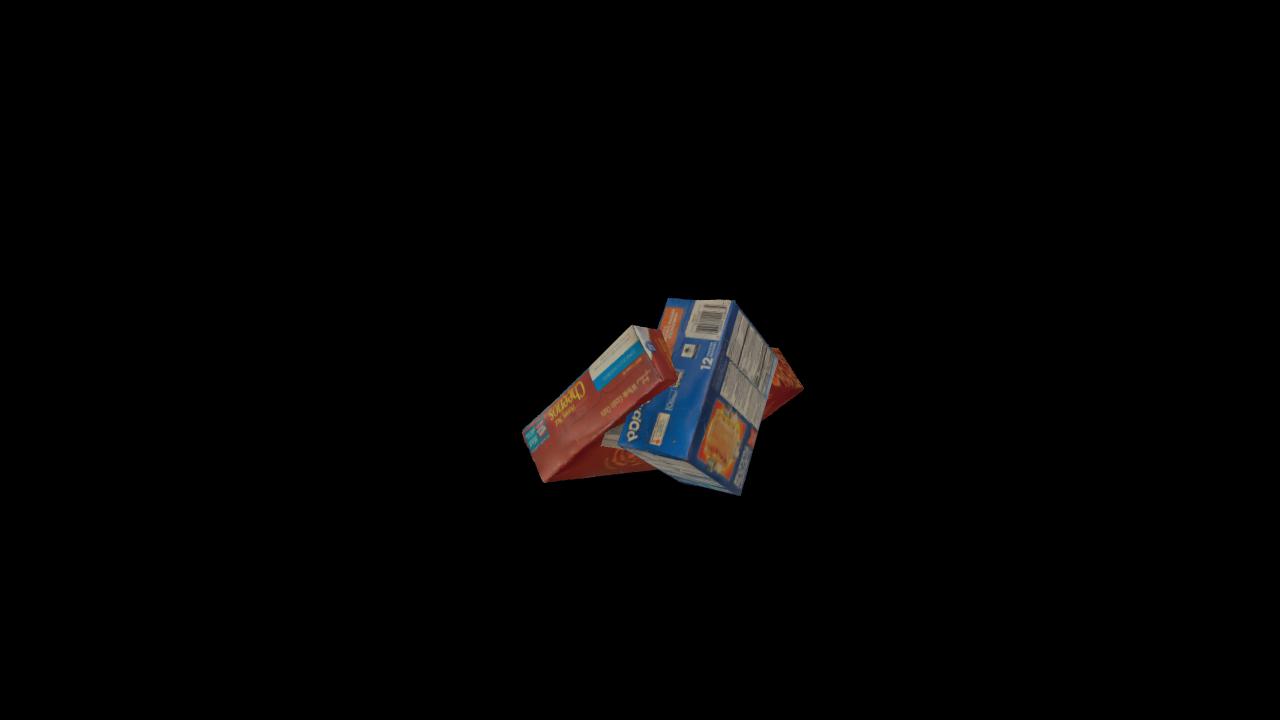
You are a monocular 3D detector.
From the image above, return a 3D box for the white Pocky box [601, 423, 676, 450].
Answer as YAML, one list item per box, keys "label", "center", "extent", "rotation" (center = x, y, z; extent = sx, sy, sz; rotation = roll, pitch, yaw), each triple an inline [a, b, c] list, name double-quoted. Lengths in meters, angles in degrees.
- label: "white Pocky box"
  center: [-0.002, 0.054, 0.640]
  extent: [0.154, 0.028, 0.084]
  rotation: [2, 46, 40]

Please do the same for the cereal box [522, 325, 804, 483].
- label: "cereal box"
  center: [0.039, 0.058, 0.746]
  extent: [0.306, 0.081, 0.203]
  rotation: [6, -41, -48]

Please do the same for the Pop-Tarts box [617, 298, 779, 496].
- label: "Pop-Tarts box"
  center: [0.068, 0.040, 0.651]
  extent: [0.083, 0.167, 0.141]
  rotation: [8, -20, 35]
